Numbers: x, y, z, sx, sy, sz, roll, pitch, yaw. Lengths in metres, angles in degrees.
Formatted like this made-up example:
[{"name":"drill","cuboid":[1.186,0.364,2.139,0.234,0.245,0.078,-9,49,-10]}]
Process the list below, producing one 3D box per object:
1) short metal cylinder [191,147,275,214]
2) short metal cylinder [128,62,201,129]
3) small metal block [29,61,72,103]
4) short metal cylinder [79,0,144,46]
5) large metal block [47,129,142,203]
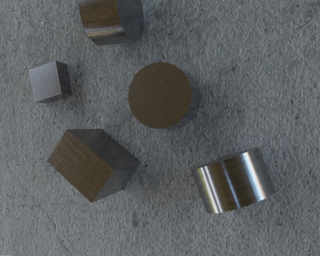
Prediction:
[{"name":"short metal cylinder","cuboid":[0.082,0.058,0.351,0.080,0.080,0.050,-22,83,19]},{"name":"short metal cylinder","cuboid":[0.007,-0.039,0.393,0.080,0.050,0.079,0,90,20]},{"name":"small metal block","cuboid":[-0.165,-0.068,0.467,0.050,0.025,0.050,-13,86,19]},{"name":"short metal cylinder","cuboid":[-0.060,-0.150,0.401,0.050,0.080,0.079,-1,90,20]},{"name":"large metal block","cuboid":[-0.083,0.045,0.409,0.080,0.080,0.050,38,102,16]}]
